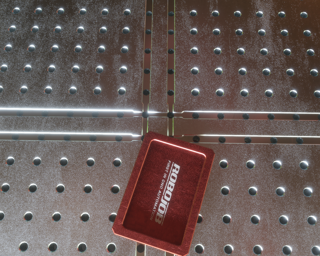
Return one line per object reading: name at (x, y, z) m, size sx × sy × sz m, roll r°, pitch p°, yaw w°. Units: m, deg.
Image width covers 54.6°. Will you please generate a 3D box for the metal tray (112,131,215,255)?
metal tray at (0.007, 0.078, 0.380) m, size 0.090 × 0.030 × 0.130 m, roll 17°, pitch 71°, yaw 6°
